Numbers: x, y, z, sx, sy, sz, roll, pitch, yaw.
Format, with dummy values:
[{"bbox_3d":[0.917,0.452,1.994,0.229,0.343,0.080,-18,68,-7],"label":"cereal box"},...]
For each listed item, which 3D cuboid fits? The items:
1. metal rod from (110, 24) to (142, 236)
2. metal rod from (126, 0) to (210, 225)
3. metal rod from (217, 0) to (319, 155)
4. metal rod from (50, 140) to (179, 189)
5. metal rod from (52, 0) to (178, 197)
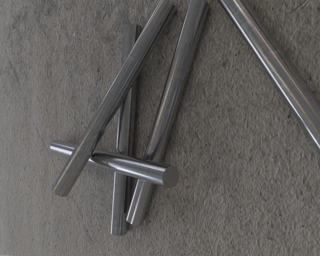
[{"bbox_3d":[-0.049,0.005,0.445,0.025,0.025,0.298,7,95,40],"label":"metal rod"},{"bbox_3d":[0.006,-0.010,0.400,0.025,0.025,0.298,27,107,37],"label":"metal rod"},{"bbox_3d":[0.101,-0.094,0.321,0.025,0.025,0.299,-39,66,33],"label":"metal rod"},{"bbox_3d":[-0.087,0.043,0.447,0.300,0.025,0.025,6,94,48],"label":"metal rod"},{"bbox_3d":[-0.066,-0.034,0.421,0.025,0.025,0.299,38,101,33],"label":"metal rod"}]
